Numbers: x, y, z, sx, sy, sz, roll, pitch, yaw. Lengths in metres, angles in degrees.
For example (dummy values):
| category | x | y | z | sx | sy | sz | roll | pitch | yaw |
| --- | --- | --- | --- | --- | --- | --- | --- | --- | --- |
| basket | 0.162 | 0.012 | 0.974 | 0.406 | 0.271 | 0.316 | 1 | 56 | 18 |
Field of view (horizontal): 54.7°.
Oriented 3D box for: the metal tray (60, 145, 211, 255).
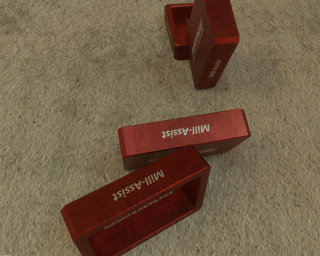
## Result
| category | x | y | z | sx | sy | sz | roll | pitch | yaw |
| --- | --- | --- | --- | --- | --- | --- | --- | --- | --- |
| metal tray | -0.017 | 0.077 | 0.296 | 0.131 | 0.090 | 0.030 | -24 | 54 | -19 |

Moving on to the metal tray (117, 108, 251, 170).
| category | x | y | z | sx | sy | sz | roll | pitch | yaw |
| --- | --- | --- | --- | --- | --- | --- | --- | --- | --- |
| metal tray | 0.022 | 0.016 | 0.344 | 0.131 | 0.090 | 0.030 | -9 | 75 | -8 |

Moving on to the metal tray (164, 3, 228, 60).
| category | x | y | z | sx | sy | sz | roll | pitch | yaw |
| --- | --- | --- | --- | --- | --- | --- | --- | --- | --- |
| metal tray | 0.061 | -0.174 | 0.546 | 0.091 | 0.030 | 0.130 | -6 | 50 | -5 |

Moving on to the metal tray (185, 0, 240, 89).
| category | x | y | z | sx | sy | sz | roll | pitch | yaw |
| --- | --- | --- | --- | --- | --- | --- | --- | --- | --- |
| metal tray | 0.065 | -0.120 | 0.420 | 0.030 | 0.130 | 0.090 | -7 | 73 | -6 |
